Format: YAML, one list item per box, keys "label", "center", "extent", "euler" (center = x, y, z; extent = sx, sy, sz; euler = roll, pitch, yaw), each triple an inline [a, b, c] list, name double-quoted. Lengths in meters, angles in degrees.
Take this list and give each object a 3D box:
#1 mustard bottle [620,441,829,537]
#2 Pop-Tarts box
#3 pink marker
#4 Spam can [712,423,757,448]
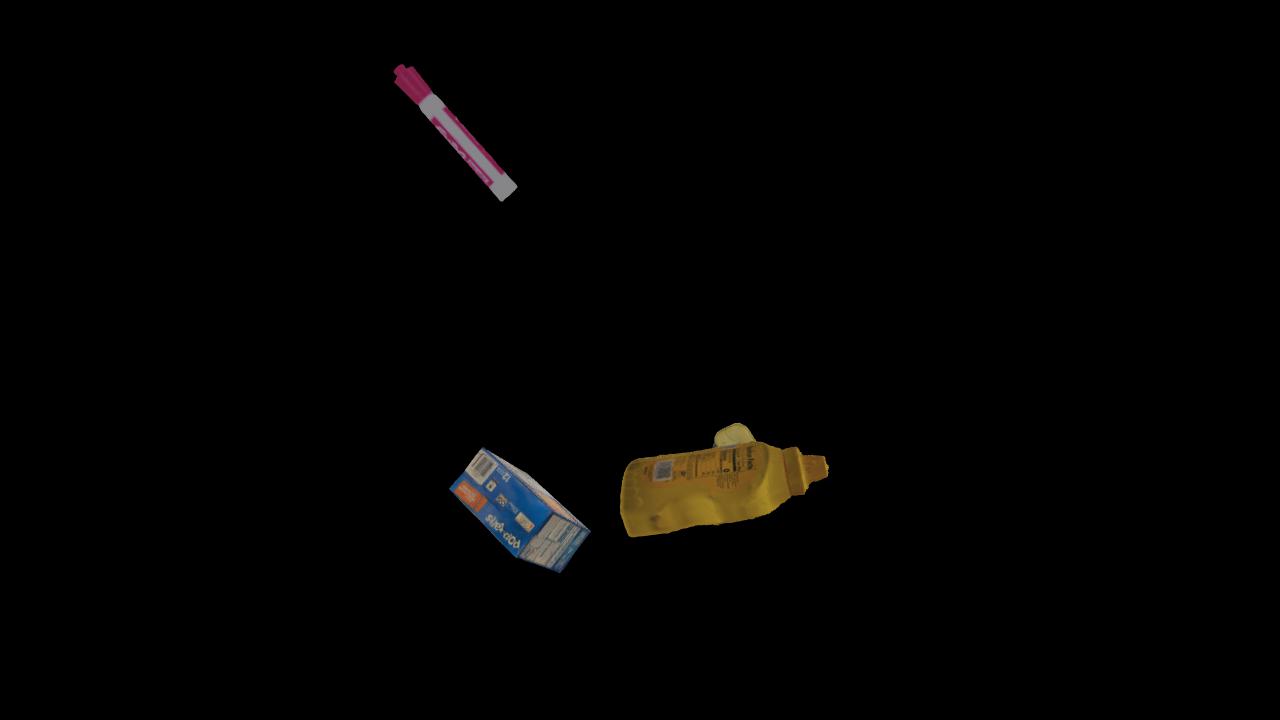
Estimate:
- label: "mustard bottle"
  center: [0.077, 0.111, 0.558]
  extent: [0.184, 0.054, 0.092]
  euler: [-12, 17, 13]
- label: "Pop-Tarts box"
  center: [-0.180, 0.230, 0.936]
  extent: [0.167, 0.083, 0.141]
  euler: [34, -10, 31]
- label: "pink marker"
  center: [-0.145, -0.178, 0.484]
  extent: [0.020, 0.121, 0.020]
  euler: [-35, 21, 16]
- label: "Spam can"
  center: [0.147, 0.159, 0.918]
  extent: [0.058, 0.101, 0.085]
  euler: [-22, -27, -17]
